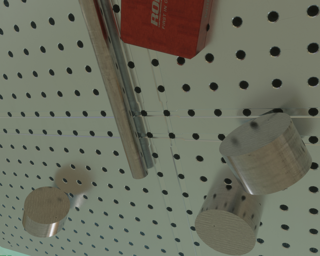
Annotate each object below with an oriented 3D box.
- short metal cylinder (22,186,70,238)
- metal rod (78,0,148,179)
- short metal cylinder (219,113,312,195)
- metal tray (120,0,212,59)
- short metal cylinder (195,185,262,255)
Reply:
[{"bbox_3d":[-0.216,0.159,0.588,0.080,0.080,0.050,32,129,7],"label":"short metal cylinder"},{"bbox_3d":[-0.061,-0.061,0.405,0.025,0.025,0.298,1,119,28],"label":"metal rod"},{"bbox_3d":[0.112,0.026,0.333,0.080,0.080,0.050,-23,106,36],"label":"short metal cylinder"},{"bbox_3d":[0.007,-0.145,0.315,0.090,0.030,0.129,18,126,17],"label":"metal tray"},{"bbox_3d":[0.094,0.125,0.423,0.080,0.050,0.079,13,124,21],"label":"short metal cylinder"}]
